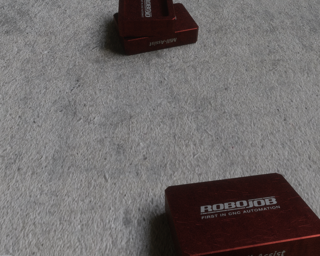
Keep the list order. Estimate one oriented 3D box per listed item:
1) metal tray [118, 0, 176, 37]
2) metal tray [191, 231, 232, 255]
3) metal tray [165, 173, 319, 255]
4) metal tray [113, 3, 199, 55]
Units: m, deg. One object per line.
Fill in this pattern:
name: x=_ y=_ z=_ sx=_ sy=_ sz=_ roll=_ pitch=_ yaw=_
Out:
metal tray: x=-0.024 y=-0.208 z=0.534 sx=0.091 sy=0.030 sz=0.130 roll=-3 pitch=50 yaw=-2
metal tray: x=0.044 y=0.166 z=0.260 sx=0.090 sy=0.030 sz=0.131 roll=30 pitch=56 yaw=23
metal tray: x=0.076 y=0.089 z=0.302 sx=0.131 sy=0.030 sz=0.090 roll=-6 pitch=28 yaw=-8
metal tray: x=-0.008 y=-0.178 z=0.549 sx=0.131 sy=0.030 sz=0.090 roll=-14 pitch=51 yaw=-12
